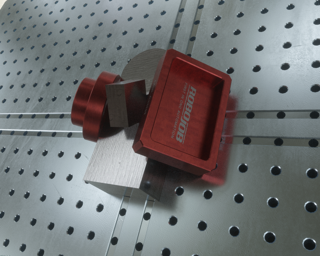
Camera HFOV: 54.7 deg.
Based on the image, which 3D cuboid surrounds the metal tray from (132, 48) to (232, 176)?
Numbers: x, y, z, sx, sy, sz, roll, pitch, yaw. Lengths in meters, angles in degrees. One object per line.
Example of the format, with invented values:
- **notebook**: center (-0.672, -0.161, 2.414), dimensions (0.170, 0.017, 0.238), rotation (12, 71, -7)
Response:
- **metal tray**: center (0.030, -0.020, 0.365), dimensions (0.030, 0.091, 0.130), rotation (139, 150, -62)

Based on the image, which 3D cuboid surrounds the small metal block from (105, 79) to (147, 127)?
- **small metal block**: center (-0.039, -0.031, 0.377), dimensions (0.025, 0.050, 0.050), rotation (1, 105, 26)

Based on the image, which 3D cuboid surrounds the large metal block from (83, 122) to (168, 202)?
- **large metal block**: center (-0.037, 0.040, 0.387), dimensions (0.080, 0.050, 0.080), rotation (2, 63, 29)

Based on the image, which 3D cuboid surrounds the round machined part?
- **round machined part**: center (-0.089, -0.031, 0.422), dimensions (0.042, 0.098, 0.098), rotation (16, 66, -1)

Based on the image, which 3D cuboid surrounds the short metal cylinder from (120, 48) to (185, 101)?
- **short metal cylinder**: center (-0.008, -0.064, 0.435), dimensions (0.080, 0.050, 0.080), rotation (-13, 56, 21)
